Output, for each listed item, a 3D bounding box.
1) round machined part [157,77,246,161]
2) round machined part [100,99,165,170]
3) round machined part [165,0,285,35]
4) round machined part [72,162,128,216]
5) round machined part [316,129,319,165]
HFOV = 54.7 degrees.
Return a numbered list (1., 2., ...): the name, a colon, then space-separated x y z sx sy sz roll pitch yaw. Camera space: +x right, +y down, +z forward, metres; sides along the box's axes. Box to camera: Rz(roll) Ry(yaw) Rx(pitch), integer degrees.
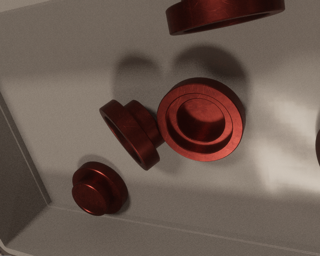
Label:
1. round machined part: 0.049 -0.013 0.360 0.098 0.042 0.097 10 121 18
2. round machined part: -0.030 0.003 0.393 0.098 0.042 0.098 48 167 16
3. round machined part: 0.053 -0.111 0.266 0.098 0.099 0.042 -4 104 30
4. round machined part: -0.107 0.108 0.519 0.098 0.042 0.097 13 124 20
5. round machined part: 0.197 0.034 0.291 0.042 0.098 0.097 -21 113 -4
